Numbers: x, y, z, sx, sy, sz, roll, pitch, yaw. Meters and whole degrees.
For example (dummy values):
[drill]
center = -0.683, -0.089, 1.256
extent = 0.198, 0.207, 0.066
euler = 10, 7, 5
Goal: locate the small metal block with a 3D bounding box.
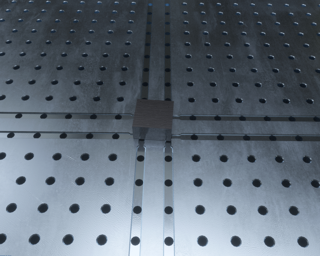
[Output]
[small metal block]
center = -0.008, -0.011, 0.417
extent = 0.050, 0.025, 0.050
euler = 4, 50, 3
